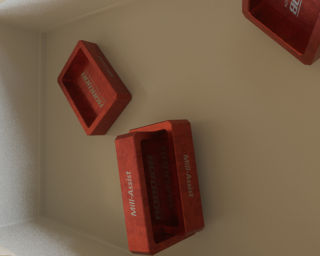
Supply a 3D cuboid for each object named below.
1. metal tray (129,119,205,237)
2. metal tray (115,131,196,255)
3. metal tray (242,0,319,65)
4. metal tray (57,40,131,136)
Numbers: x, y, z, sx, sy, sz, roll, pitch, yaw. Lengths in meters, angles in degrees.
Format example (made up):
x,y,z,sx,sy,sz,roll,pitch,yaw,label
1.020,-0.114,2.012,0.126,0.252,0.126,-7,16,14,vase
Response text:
x,y,z,sx,sy,sz,roll,pitch,yaw,label
0.004,0.060,0.382,0.090,0.030,0.129,-13,82,50,metal tray
-0.002,0.069,0.364,0.030,0.091,0.129,-14,82,38,metal tray
0.108,-0.117,0.246,0.030,0.130,0.090,-40,67,-1,metal tray
-0.108,-0.063,0.489,0.090,0.030,0.130,-49,61,28,metal tray
